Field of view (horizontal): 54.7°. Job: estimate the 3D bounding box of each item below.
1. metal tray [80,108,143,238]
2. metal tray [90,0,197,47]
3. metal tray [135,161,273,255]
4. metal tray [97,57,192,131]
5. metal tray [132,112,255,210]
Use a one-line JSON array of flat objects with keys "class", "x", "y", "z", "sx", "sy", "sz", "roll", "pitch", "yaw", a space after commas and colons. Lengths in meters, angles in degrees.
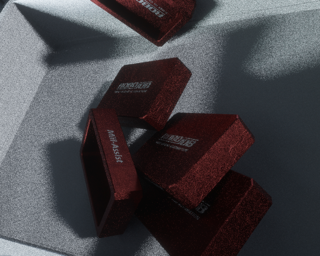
[{"class": "metal tray", "x": -0.064, "y": 0.050, "z": 0.370, "sx": 0.130, "sy": 0.030, "sz": 0.089, "roll": 66, "pitch": 145, "yaw": 38}, {"class": "metal tray", "x": -0.026, "y": -0.183, "z": 0.444, "sx": 0.090, "sy": 0.131, "sz": 0.030, "roll": -29, "pitch": 37, "yaw": 53}, {"class": "metal tray", "x": 0.032, "y": 0.076, "z": 0.301, "sx": 0.090, "sy": 0.030, "sz": 0.130, "roll": -51, "pitch": 23, "yaw": -10}, {"class": "metal tray", "x": -0.027, "y": -0.046, "z": 0.420, "sx": 0.130, "sy": 0.030, "sz": 0.090, "roll": 7, "pitch": 64, "yaw": 51}, {"class": "metal tray", "x": 0.024, "y": 0.025, "z": 0.325, "sx": 0.090, "sy": 0.030, "sz": 0.130, "roll": -44, "pitch": 18, "yaw": -14}]
